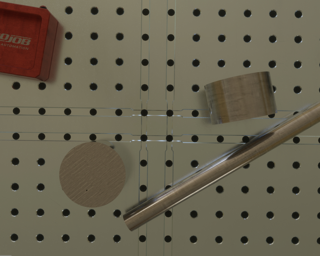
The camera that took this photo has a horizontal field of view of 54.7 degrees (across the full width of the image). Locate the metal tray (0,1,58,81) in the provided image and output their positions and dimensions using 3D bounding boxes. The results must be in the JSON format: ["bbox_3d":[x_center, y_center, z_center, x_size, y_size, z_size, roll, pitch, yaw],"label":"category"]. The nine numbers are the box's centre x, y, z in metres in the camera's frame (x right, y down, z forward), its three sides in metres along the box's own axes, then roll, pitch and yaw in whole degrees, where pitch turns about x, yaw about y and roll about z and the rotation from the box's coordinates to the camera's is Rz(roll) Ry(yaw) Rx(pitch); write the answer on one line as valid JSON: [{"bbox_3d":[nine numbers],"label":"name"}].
[{"bbox_3d":[-0.211,-0.118,0.408,0.131,0.030,0.089,9,90,0],"label":"metal tray"}]

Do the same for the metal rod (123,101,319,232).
[{"bbox_3d":[0.087,0.051,0.413,0.301,0.025,0.025,-30,90,0],"label":"metal rod"}]

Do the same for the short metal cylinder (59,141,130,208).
[{"bbox_3d":[-0.082,0.057,0.400,0.081,0.050,0.080,0,90,0],"label":"short metal cylinder"}]

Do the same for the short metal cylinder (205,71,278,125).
[{"bbox_3d":[0.100,-0.036,0.386,0.080,0.080,0.050,-11,90,0],"label":"short metal cylinder"}]
